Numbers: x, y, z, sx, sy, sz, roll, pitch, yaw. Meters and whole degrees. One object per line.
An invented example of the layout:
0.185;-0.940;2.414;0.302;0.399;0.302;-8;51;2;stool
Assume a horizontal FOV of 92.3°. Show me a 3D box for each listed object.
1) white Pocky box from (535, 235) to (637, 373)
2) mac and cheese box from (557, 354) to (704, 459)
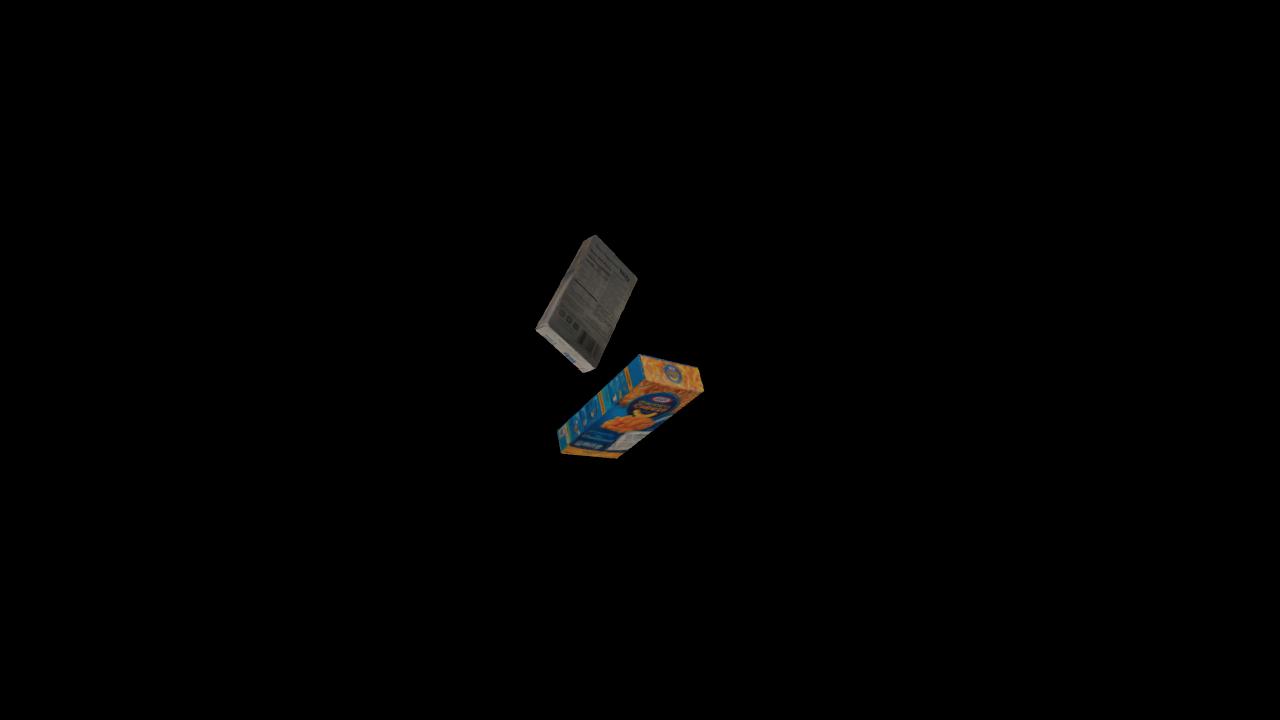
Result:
-0.059;-0.069;0.729;0.028;0.154;0.084;-18;-51;42;white Pocky box
-0.016;0.064;0.761;0.093;0.041;0.184;14;-41;-35;mac and cheese box
